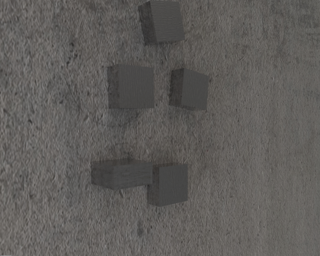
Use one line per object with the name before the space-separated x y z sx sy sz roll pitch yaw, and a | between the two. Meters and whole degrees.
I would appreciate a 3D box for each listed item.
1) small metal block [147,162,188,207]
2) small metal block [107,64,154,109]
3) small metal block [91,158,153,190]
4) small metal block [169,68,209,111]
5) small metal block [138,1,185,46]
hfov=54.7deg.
small metal block | 0.010 0.074 0.413 0.050 0.025 0.050 -1 91 -40
small metal block | -0.035 -0.049 0.375 0.050 0.025 0.050 -3 92 -40
small metal block | -0.044 0.051 0.352 0.050 0.050 0.025 -1 91 -40
small metal block | 0.042 -0.053 0.439 0.050 0.025 0.050 9 84 -40
small metal block | 0.003 -0.137 0.406 0.050 0.025 0.050 -17 101 -39
